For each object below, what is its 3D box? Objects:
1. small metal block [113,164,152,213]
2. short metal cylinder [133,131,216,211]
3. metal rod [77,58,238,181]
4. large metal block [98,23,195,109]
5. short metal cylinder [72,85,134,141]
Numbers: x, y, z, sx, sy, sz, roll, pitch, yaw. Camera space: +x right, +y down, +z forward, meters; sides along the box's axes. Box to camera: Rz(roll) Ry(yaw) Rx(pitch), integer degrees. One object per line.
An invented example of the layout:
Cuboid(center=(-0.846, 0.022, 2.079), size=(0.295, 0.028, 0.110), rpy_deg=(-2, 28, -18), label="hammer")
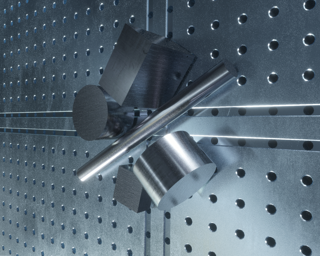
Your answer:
Cuboid(center=(-0.036, 0.083, 0.434), size=(0.050, 0.025, 0.050), rpy_deg=(20, 102, 38), label="small metal block")
Cuboid(center=(0.017, 0.049, 0.355), size=(0.050, 0.081, 0.080), rpy_deg=(51, 120, 27), label="short metal cylinder")
Cuboid(center=(-0.024, 0.005, 0.424), size=(0.299, 0.025, 0.025), rpy_deg=(-35, 69, 34), label="metal rod")
Cuboid(center=(-0.016, -0.072, 0.382), size=(0.050, 0.081, 0.080), rpy_deg=(44, 116, 31), label="large metal block")
Cuboid(center=(-0.084, -0.022, 0.458), size=(0.080, 0.050, 0.079), rpy_deg=(0, 90, 40), label="short metal cylinder")
